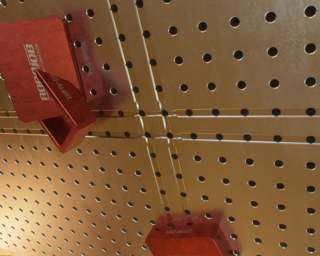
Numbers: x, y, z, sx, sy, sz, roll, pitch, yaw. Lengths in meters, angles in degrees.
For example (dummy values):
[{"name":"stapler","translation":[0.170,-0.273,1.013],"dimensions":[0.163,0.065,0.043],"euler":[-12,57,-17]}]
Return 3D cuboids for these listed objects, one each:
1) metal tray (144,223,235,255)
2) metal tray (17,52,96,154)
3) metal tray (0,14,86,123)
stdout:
[{"name":"metal tray","translation":[0.050,0.203,0.506],"dimensions":[0.130,0.030,0.090],"euler":[-16,111,34]},{"name":"metal tray","translation":[-0.151,-0.037,0.435],"dimensions":[0.130,0.030,0.090],"euler":[53,140,5]},{"name":"metal tray","translation":[-0.157,-0.077,0.411],"dimensions":[0.091,0.030,0.129],"euler":[-11,118,-6]}]
